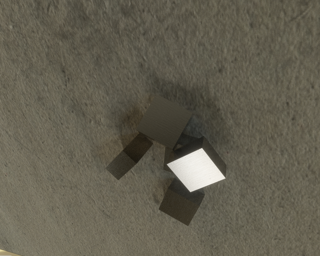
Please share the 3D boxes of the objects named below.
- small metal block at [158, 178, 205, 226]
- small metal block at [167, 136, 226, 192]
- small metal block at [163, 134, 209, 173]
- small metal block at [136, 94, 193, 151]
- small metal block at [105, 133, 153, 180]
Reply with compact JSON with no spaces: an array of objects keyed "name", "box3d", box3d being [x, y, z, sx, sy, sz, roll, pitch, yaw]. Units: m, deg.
[{"name":"small metal block","box3d":[0.031,0.109,0.457,0.050,0.025,0.050,27,128,10]},{"name":"small metal block","box3d":[0.045,0.045,0.377,0.050,0.025,0.050,-29,112,28]},{"name":"small metal block","box3d":[0.034,0.037,0.411,0.050,0.025,0.050,17,125,18]},{"name":"small metal block","box3d":[0.006,-0.006,0.381,0.050,0.025,0.050,28,84,10]},{"name":"small metal block","box3d":[-0.043,0.039,0.436,0.025,0.050,0.050,44,129,-3]}]
